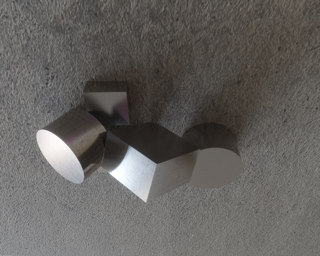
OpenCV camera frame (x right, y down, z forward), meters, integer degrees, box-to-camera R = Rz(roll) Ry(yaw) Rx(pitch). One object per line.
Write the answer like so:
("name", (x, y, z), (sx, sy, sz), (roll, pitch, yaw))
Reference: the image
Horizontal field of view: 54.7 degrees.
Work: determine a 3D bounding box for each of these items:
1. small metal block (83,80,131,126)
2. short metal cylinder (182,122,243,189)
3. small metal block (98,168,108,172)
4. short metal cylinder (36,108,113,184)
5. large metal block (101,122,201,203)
("small metal block", (-0.063, -0.030, 0.382), (0.050, 0.025, 0.050), (-1, 130, 0))
("short metal cylinder", (0.068, 0.038, 0.426), (0.081, 0.050, 0.079), (0, 130, 0))
("small metal block", (-0.062, 0.037, 0.439), (0.050, 0.025, 0.050), (2, 130, -3))
("short metal cylinder", (-0.105, 0.022, 0.386), (0.080, 0.050, 0.079), (25, 137, 26))
("large metal block", (-0.012, 0.036, 0.379), (0.081, 0.080, 0.050), (-13, 125, -48))
